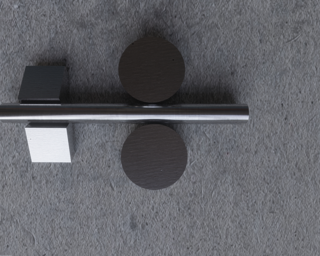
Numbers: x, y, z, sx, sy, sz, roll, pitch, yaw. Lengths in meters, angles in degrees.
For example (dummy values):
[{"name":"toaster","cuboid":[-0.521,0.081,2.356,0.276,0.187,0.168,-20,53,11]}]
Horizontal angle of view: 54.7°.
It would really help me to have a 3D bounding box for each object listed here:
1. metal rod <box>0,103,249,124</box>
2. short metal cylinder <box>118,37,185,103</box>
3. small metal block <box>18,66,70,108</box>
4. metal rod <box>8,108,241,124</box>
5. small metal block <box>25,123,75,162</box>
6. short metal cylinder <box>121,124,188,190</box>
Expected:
[{"name":"metal rod","cuboid":[-0.043,-0.018,0.386,0.302,0.025,0.025,0,90,0]},{"name":"short metal cylinder","cuboid":[-0.010,-0.071,0.398,0.081,0.050,0.079,0,90,0]},{"name":"small metal block","cuboid":[-0.148,-0.053,0.400,0.050,0.025,0.050,0,63,0]},{"name":"metal rod","cuboid":[-0.044,-0.018,0.411,0.302,0.025,0.025,0,90,0]},{"name":"small metal block","cuboid":[-0.140,0.016,0.400,0.050,0.025,0.050,0,117,-1]},{"name":"short metal cylinder","cuboid":[-0.007,0.035,0.398,0.081,0.050,0.079,0,90,0]}]
